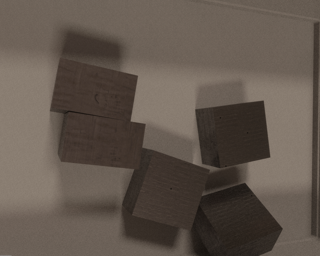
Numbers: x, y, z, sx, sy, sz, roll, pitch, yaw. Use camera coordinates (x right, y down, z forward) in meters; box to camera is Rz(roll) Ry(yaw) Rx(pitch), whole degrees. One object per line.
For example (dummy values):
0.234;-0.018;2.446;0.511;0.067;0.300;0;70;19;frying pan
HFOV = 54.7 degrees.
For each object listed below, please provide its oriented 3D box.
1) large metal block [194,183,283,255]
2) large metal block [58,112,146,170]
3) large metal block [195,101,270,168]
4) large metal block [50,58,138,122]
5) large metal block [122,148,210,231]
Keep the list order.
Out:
0.098;0.128;0.412;0.081;0.080;0.050;-12;131;-20;large metal block
-0.070;0.014;0.356;0.081;0.080;0.050;9;87;-20;large metal block
0.102;0.007;0.436;0.081;0.050;0.079;-9;93;-20;large metal block
-0.078;-0.038;0.353;0.081;0.080;0.050;10;87;-20;large metal block
0.007;0.077;0.401;0.080;0.050;0.080;21;83;-19;large metal block
